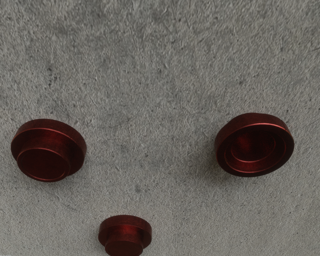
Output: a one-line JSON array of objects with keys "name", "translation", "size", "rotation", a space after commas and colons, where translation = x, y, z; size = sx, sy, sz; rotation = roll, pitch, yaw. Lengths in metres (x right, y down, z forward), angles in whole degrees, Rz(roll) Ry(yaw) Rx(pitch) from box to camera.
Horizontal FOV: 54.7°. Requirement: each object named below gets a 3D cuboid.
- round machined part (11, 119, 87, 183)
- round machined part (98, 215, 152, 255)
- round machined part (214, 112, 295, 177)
[{"name": "round machined part", "translation": [-0.154, 0.038, 0.426], "size": [0.099, 0.042, 0.097], "rotation": [0, 130, 0]}, {"name": "round machined part", "translation": [-0.065, 0.206, 0.571], "size": [0.099, 0.042, 0.097], "rotation": [0, 130, 0]}, {"name": "round machined part", "translation": [0.122, 0.018, 0.412], "size": [0.099, 0.042, 0.097], "rotation": [0, 130, 0]}]
